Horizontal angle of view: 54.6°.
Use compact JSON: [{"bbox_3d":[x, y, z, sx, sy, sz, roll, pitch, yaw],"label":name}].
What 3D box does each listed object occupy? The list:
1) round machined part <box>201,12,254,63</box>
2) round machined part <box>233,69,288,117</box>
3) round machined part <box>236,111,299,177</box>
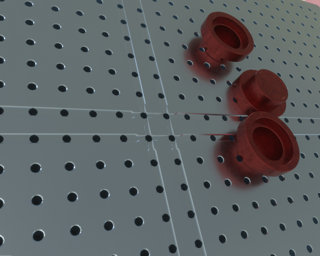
[{"bbox_3d":[0.115,-0.156,0.553,0.099,0.042,0.098,13,56,-21],"label":"round machined part"},{"bbox_3d":[0.177,-0.061,0.529,0.099,0.042,0.098,13,56,-21],"label":"round machined part"},{"bbox_3d":[0.155,0.027,0.463,0.099,0.042,0.098,13,56,-21],"label":"round machined part"}]
